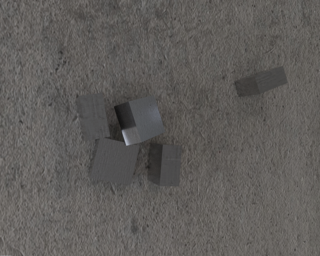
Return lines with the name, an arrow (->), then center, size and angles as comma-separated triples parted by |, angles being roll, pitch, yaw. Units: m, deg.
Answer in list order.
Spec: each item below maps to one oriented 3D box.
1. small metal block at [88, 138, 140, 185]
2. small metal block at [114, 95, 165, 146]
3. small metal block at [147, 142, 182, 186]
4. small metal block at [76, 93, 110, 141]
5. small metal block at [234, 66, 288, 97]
small metal block -> -0.058, 0.040, 0.388 | 0.050, 0.025, 0.050 | 14, 86, -20
small metal block -> -0.024, -0.010, 0.387 | 0.050, 0.025, 0.050 | -22, 96, -52
small metal block -> 0.005, 0.045, 0.397 | 0.025, 0.050, 0.050 | 5, 89, -20
small metal block -> -0.080, -0.013, 0.366 | 0.025, 0.050, 0.050 | -11, 94, -20
small metal block -> 0.145, -0.067, 0.449 | 0.050, 0.050, 0.025 | -21, 98, -19
